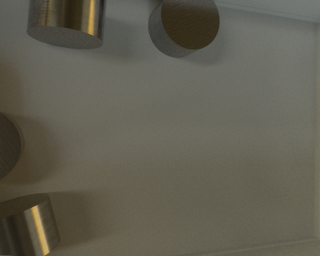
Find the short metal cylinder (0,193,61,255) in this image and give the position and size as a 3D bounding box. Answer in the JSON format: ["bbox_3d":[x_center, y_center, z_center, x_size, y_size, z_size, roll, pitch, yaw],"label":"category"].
[{"bbox_3d":[-0.152,0.107,0.325,0.081,0.080,0.050,-14,95,-19],"label":"short metal cylinder"}]

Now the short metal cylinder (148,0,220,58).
[{"bbox_3d":[0.030,-0.138,0.408,0.081,0.050,0.080,0,90,-20],"label":"short metal cylinder"}]

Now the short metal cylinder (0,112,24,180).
[{"bbox_3d":[-0.189,0.018,0.328,0.081,0.050,0.080,0,90,-20],"label":"short metal cylinder"}]

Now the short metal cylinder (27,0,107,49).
[{"bbox_3d":[-0.102,-0.123,0.343,0.081,0.080,0.050,5,89,-20],"label":"short metal cylinder"}]
